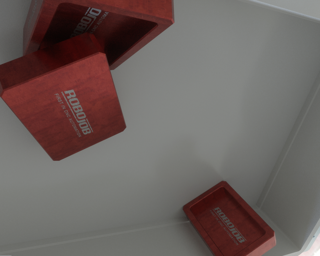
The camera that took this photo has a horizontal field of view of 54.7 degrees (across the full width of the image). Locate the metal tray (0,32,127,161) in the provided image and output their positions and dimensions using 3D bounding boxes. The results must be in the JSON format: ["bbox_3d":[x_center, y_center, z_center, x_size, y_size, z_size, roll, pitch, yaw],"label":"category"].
[{"bbox_3d":[-0.089,-0.023,0.311,0.091,0.030,0.129,-26,151,-12],"label":"metal tray"}]

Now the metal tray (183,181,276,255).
[{"bbox_3d":[0.107,0.154,0.497,0.090,0.130,0.030,-31,129,-9],"label":"metal tray"}]

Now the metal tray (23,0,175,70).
[{"bbox_3d":[-0.059,-0.086,0.260,0.091,0.130,0.030,2,82,-30],"label":"metal tray"}]
